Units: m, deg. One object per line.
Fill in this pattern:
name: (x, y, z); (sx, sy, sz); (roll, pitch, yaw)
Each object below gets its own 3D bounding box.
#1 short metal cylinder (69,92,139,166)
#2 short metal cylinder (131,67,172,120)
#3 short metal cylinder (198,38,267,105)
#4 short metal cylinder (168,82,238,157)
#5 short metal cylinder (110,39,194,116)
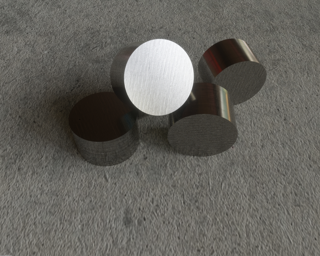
short metal cylinder: (-0.067, 0.001, 0.386); (0.080, 0.050, 0.080); (0, 50, 0)
short metal cylinder: (-0.025, -0.056, 0.414); (0.050, 0.080, 0.080); (-24, 54, -19)
short metal cylinder: (0.099, -0.076, 0.432); (0.081, 0.080, 0.050); (-10, 51, -8)
short metal cylinder: (0.050, -0.009, 0.375); (0.080, 0.080, 0.050); (2, 50, 2)
short metal cylinder: (-0.010, -0.057, 0.347); (0.081, 0.080, 0.050); (-24, 21, -19)
